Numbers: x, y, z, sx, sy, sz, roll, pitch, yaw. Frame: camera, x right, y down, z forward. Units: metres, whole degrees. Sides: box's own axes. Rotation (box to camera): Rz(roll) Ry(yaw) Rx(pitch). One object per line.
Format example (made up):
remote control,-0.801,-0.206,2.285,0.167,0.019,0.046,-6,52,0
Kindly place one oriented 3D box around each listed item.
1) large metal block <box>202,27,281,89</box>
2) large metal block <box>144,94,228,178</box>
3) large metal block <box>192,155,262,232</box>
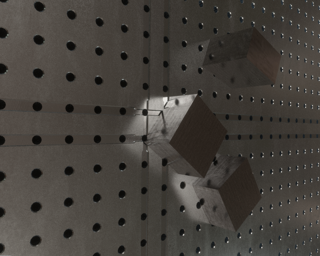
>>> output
large metal block,0.128,-0.105,0.483,0.080,0.080,0.050,27,73,-37
large metal block,0.038,0.011,0.427,0.080,0.050,0.080,46,63,-31
large metal block,0.107,0.099,0.486,0.080,0.050,0.080,-38,114,-34
